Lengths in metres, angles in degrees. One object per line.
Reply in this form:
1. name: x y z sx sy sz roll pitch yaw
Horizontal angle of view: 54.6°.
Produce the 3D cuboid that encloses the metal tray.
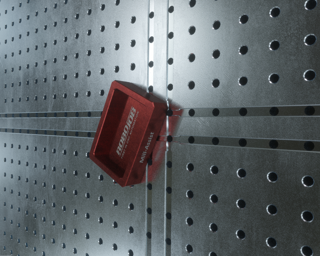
1. metal tray: -0.049 0.007 0.447 0.090 0.030 0.129 33 110 35
